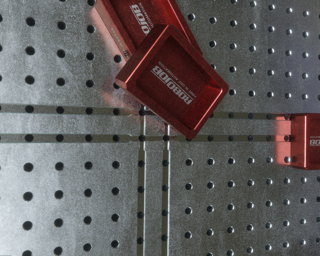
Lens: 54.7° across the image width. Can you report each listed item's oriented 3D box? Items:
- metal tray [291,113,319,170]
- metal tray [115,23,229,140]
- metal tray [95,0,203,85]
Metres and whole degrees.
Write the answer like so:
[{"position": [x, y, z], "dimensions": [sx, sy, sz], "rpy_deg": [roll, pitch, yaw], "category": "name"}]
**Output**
[{"position": [0.281, 0.022, 0.516], "dimensions": [0.131, 0.030, 0.089], "rpy_deg": [1, 90, -21], "category": "metal tray"}, {"position": [0.020, -0.054, 0.389], "dimensions": [0.130, 0.030, 0.090], "rpy_deg": [37, 87, -36], "category": "metal tray"}, {"position": [-0.013, -0.128, 0.405], "dimensions": [0.090, 0.030, 0.130], "rpy_deg": [-33, 101, -17], "category": "metal tray"}]
